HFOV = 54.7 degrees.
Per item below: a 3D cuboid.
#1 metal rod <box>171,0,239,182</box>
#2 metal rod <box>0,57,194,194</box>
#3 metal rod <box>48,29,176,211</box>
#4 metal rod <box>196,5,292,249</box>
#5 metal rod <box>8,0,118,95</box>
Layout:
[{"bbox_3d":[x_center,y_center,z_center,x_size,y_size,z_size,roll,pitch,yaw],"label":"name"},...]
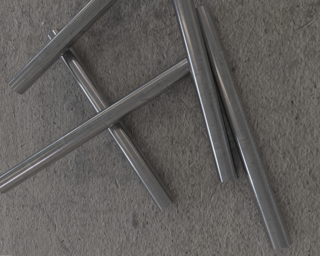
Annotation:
[{"bbox_3d":[0.046,-0.082,0.374,0.025,0.025,0.298,-14,92,19],"label":"metal rod"},{"bbox_3d":[-0.089,-0.001,0.408,0.301,0.025,0.025,-32,80,5],"label":"metal rod"},{"bbox_3d":[-0.073,-0.019,0.434,0.025,0.025,0.299,-38,78,16],"label":"metal rod"},{"bbox_3d":[0.095,-0.006,0.375,0.025,0.025,0.299,-20,84,19],"label":"metal rod"},{"bbox_3d":[-0.095,-0.156,0.423,0.300,0.025,0.025,-42,77,8],"label":"metal rod"}]
